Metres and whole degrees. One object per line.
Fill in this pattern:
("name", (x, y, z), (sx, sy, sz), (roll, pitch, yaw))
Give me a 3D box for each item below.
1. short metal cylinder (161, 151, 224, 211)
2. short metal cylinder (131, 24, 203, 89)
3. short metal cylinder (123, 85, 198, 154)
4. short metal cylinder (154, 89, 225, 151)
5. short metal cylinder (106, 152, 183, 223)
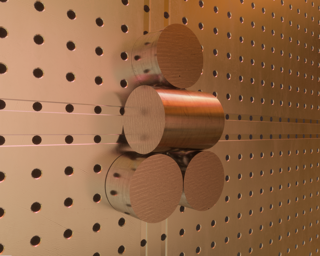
("short metal cylinder", (0.044, 0.070, 0.430), (0.081, 0.050, 0.079), (0, 90, -40))
("short metal cylinder", (0.010, -0.089, 0.403), (0.081, 0.050, 0.079), (0, 90, -40))
("short metal cylinder", (-0.001, -0.010, 0.375), (0.050, 0.080, 0.079), (1, 90, -40))
("short metal cylinder", (0.037, -0.010, 0.407), (0.050, 0.080, 0.079), (1, 90, -40))
("short metal cylinder", (-0.018, 0.070, 0.378), (0.081, 0.050, 0.079), (0, 90, -40))
